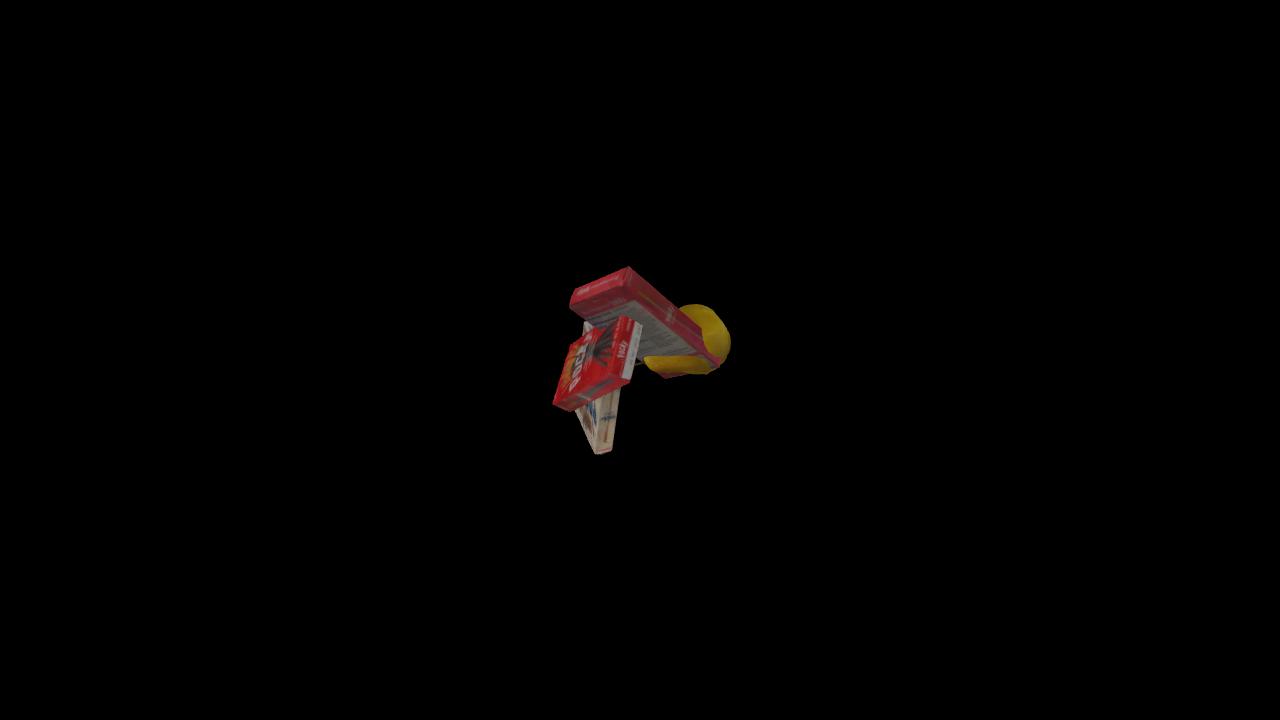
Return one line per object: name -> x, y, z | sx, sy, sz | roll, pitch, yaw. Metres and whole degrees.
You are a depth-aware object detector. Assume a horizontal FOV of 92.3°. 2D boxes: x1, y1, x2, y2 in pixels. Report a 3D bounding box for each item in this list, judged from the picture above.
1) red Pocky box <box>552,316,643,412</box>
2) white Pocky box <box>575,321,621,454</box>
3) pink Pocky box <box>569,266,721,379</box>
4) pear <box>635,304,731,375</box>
red Pocky box -> -0.048, 0.002, 0.669 | 0.028, 0.083, 0.155 | 23, -26, -22
white Pocky box -> -0.051, 0.035, 0.751 | 0.028, 0.154, 0.084 | -10, 45, -21
pink Pocky box -> 0.009, -0.034, 0.646 | 0.084, 0.029, 0.155 | -15, -41, 44
pear -> 0.042, -0.012, 0.677 | 0.111, 0.080, 0.080 | -31, 3, -5
